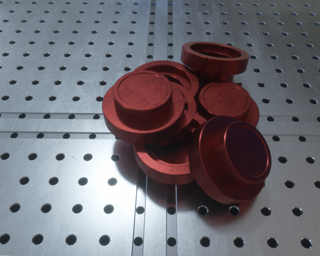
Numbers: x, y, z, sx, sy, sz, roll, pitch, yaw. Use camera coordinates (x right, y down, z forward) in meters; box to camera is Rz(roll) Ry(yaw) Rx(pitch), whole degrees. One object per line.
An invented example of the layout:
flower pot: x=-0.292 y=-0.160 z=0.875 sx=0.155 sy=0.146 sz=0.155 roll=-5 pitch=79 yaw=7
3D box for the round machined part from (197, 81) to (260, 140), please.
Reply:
round machined part: x=0.085 y=-0.026 z=0.419 sx=0.099 sy=0.042 sz=0.098 roll=0 pitch=50 yaw=0

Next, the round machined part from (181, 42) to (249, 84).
round machined part: x=0.079 y=-0.095 z=0.463 sx=0.099 sy=0.042 sz=0.098 roll=6 pitch=29 yaw=-3

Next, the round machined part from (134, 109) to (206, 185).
round machined part: x=0.019 y=0.026 z=0.375 sx=0.099 sy=0.042 sz=0.098 roll=0 pitch=50 yaw=0

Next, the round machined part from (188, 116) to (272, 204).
round machined part: x=0.083 y=0.031 z=0.339 sx=0.099 sy=0.042 sz=0.098 roll=15 pitch=61 yaw=-28

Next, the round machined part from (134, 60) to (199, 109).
round machined part: x=0.004 y=-0.049 z=0.438 sx=0.099 sy=0.042 sz=0.098 roll=0 pitch=50 yaw=0

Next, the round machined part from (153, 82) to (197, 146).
round machined part: x=-0.002 y=-0.015 z=0.409 sx=0.099 sy=0.042 sz=0.098 roll=0 pitch=50 yaw=0

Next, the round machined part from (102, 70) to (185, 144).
round machined part: x=-0.020 y=-0.031 z=0.368 sx=0.099 sy=0.042 sz=0.098 roll=0 pitch=50 yaw=0
